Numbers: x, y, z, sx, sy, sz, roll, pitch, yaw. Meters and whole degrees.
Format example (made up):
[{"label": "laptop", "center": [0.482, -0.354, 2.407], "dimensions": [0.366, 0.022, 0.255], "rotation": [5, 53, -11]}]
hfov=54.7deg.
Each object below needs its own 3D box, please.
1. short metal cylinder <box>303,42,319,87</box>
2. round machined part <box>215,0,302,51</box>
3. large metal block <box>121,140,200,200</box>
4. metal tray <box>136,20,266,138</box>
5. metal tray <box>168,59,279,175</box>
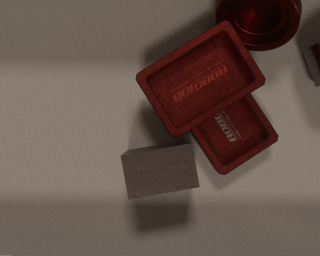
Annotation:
[{"label": "short metal cylinder", "center": [0.229, -0.089, 0.387], "dimensions": [0.080, 0.080, 0.050], "rotation": [-20, 90, 0]}, {"label": "round machined part", "center": [0.122, -0.145, 0.382], "dimensions": [0.098, 0.098, 0.042], "rotation": [22, 64, -1]}, {"label": "large metal block", "center": [0.000, 0.048, 0.384], "dimensions": [0.080, 0.080, 0.050], "rotation": [-10, 90, 0]}, {"label": "metal tray", "center": [0.048, -0.058, 0.378], "dimensions": [0.130, 0.030, 0.090], "rotation": [-32, 90, -1]}, {"label": "metal tray", "center": [0.081, -0.016, 0.409], "dimensions": [0.090, 0.030, 0.130], "rotation": [-33, 90, -1]}]
